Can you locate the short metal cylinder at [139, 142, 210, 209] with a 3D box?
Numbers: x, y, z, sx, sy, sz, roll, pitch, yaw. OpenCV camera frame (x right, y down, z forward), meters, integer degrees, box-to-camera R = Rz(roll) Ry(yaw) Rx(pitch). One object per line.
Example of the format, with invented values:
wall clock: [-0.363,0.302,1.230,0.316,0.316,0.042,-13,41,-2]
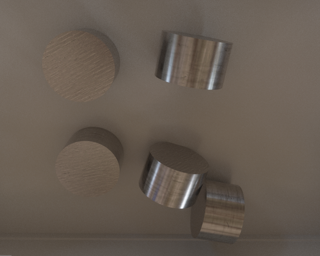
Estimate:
short metal cylinder: [0.018,0.060,0.404,0.080,0.080,0.050,16,109,-6]

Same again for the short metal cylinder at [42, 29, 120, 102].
short metal cylinder: [-0.091,-0.076,0.369,0.081,0.050,0.079,0,110,-1]

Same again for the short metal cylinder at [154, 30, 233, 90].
short metal cylinder: [0.037,-0.079,0.353,0.081,0.080,0.050,9,110,-4]

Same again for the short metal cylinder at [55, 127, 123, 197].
short metal cylinder: [-0.091,0.044,0.413,0.081,0.050,0.079,0,110,-1]

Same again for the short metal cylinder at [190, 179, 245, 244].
short metal cylinder: [0.076,0.114,0.425,0.050,0.080,0.079,11,110,-5]
